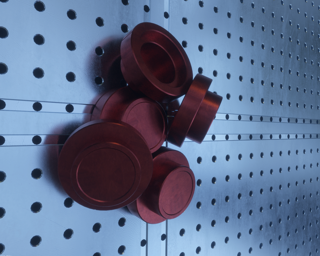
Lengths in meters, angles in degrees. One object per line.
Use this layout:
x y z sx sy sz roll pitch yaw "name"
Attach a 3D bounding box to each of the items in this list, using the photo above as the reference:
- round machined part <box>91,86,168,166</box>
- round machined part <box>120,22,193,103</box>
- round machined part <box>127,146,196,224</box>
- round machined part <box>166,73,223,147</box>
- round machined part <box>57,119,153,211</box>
-0.029 -0.003 0.374 0.099 0.042 0.097 0 90 -40 "round machined part"
-0.009 -0.075 0.378 0.099 0.042 0.098 23 54 -36 "round machined part"
0.007 0.075 0.390 0.099 0.042 0.097 -16 113 -43 "round machined part"
0.048 -0.018 0.402 0.042 0.098 0.098 25 69 6 "round machined part"
-0.056 0.042 0.322 0.099 0.042 0.097 -2 103 -10 "round machined part"
